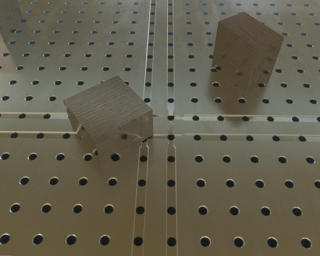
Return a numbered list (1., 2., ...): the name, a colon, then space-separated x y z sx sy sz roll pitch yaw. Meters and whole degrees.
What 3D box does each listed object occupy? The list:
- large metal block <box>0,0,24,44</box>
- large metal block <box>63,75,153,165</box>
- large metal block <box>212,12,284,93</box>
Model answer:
1. large metal block: -0.293 -0.207 0.545 0.050 0.080 0.080 6 50 5
2. large metal block: -0.065 -0.013 0.402 0.080 0.050 0.080 -30 56 -23
3. large metal block: 0.128 -0.114 0.469 0.050 0.080 0.080 -26 55 -20
